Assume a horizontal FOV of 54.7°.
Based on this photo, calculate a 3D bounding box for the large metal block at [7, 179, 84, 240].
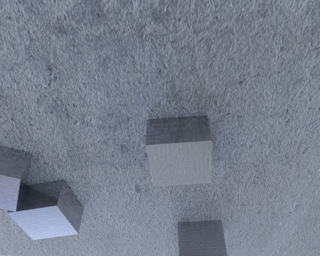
[{"bbox_3d":[-0.181,0.134,0.503,0.080,0.050,0.080,-10,130,8],"label":"large metal block"}]

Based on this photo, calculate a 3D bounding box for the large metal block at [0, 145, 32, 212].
[{"bbox_3d":[-0.239,0.070,0.448,0.081,0.050,0.079,16,128,-14],"label":"large metal block"}]

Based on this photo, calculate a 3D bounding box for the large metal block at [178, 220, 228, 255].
[{"bbox_3d":[0.075,0.216,0.556,0.080,0.080,0.050,-4,130,3],"label":"large metal block"}]

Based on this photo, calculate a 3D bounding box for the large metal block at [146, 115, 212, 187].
[{"bbox_3d":[0.026,0.032,0.418,0.080,0.050,0.080,-4,130,3],"label":"large metal block"}]
